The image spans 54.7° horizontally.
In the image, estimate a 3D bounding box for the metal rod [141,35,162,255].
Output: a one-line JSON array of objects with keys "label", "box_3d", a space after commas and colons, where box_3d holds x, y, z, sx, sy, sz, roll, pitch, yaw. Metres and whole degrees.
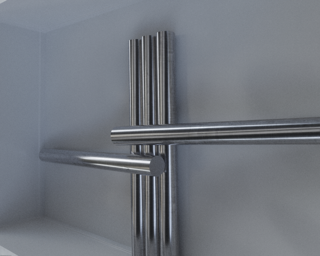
[{"label": "metal rod", "box_3d": [-0.010, 0.029, 0.411, 0.025, 0.025, 0.298, -2, 89, 39]}]

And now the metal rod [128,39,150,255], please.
[{"label": "metal rod", "box_3d": [-0.029, 0.029, 0.427, 0.025, 0.025, 0.298, -2, 89, 39]}]

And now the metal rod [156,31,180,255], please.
[{"label": "metal rod", "box_3d": [0.010, 0.028, 0.395, 0.025, 0.025, 0.298, -2, 89, 39]}]

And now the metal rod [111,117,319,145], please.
[{"label": "metal rod", "box_3d": [0.070, 0.005, 0.324, 0.300, 0.025, 0.025, -2, 89, 33]}]

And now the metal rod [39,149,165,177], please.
[{"label": "metal rod", "box_3d": [-0.109, 0.048, 0.471, 0.300, 0.025, 0.025, -1, 89, 45]}]
